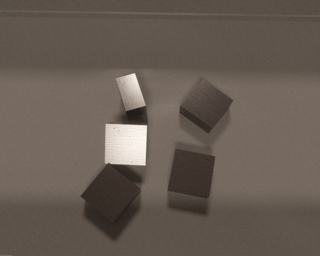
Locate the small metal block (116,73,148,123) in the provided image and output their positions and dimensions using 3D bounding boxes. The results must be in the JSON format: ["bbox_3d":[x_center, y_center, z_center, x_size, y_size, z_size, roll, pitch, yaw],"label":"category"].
[{"bbox_3d":[-0.036,-0.035,0.406,0.025,0.050,0.050,-16,66,-6],"label":"small metal block"}]

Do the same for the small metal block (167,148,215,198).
[{"bbox_3d":[0.039,0.057,0.389,0.050,0.025,0.050,11,70,3],"label":"small metal block"}]

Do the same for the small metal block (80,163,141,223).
[{"bbox_3d":[-0.059,0.080,0.380,0.050,0.025,0.050,36,74,11],"label":"small metal block"}]

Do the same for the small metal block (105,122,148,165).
[{"bbox_3d":[-0.042,0.019,0.392,0.050,0.025,0.050,2,97,0],"label":"small metal block"}]

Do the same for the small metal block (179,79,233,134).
[{"bbox_3d":[0.062,-0.029,0.421,0.050,0.025,0.050,37,74,12],"label":"small metal block"}]
